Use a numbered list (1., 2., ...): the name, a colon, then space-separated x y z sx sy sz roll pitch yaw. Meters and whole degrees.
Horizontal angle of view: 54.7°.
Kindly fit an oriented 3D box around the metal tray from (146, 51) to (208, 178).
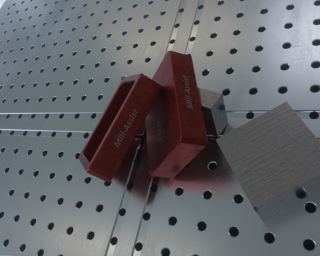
1. metal tray: 0.013 -0.016 0.374 0.089 0.030 0.130 126 147 -49

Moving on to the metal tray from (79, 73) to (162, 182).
1. metal tray: -0.054 -0.004 0.395 0.130 0.030 0.090 -62 21 -5

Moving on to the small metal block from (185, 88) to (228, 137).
1. small metal block: 0.051 -0.021 0.375 0.050 0.050 0.025 21 60 35

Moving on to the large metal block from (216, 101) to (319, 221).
1. large metal block: 0.115 0.034 0.311 0.080 0.050 0.080 -30 52 9
